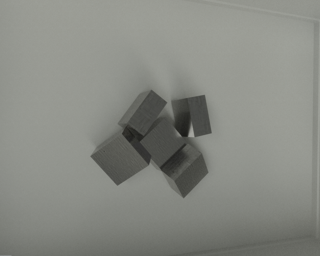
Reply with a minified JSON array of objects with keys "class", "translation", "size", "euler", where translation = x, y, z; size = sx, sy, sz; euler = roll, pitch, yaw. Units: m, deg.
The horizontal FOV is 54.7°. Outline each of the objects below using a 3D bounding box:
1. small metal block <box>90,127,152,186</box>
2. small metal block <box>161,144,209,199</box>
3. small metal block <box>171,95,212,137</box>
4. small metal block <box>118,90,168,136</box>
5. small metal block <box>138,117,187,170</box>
[{"class":"small metal block","translation":[-0.047,0.035,0.380],"size":[0.050,0.025,0.050],"euler":[-35,104,17]},{"class":"small metal block","translation":[0.034,0.057,0.409],"size":[0.050,0.025,0.050],"euler":[-43,141,-15]},{"class":"small metal block","translation":[0.041,-0.015,0.411],"size":[0.025,0.050,0.050],"euler":[-12,94,-21]},{"class":"small metal block","translation":[-0.023,-0.018,0.387],"size":[0.025,0.050,0.050],"euler":[38,78,-16]},{"class":"small metal block","translation":[0.001,0.021,0.410],"size":[0.050,0.025,0.050],"euler":[-44,104,-15]}]
